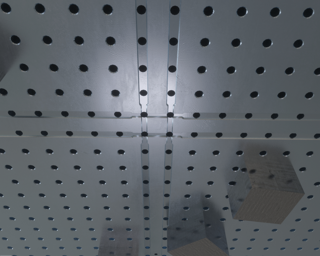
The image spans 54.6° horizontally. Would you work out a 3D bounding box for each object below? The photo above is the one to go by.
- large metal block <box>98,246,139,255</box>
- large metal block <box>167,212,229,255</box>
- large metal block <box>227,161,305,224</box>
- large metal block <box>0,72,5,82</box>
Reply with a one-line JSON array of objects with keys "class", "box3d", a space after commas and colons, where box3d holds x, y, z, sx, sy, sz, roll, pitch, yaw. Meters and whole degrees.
[{"class": "large metal block", "box3d": [-0.087, 0.290, 0.641, 0.080, 0.050, 0.080, 4, 130, -4]}, {"class": "large metal block", "box3d": [0.069, 0.210, 0.574, 0.080, 0.050, 0.080, -30, 124, 23]}, {"class": "large metal block", "box3d": [0.161, 0.102, 0.483, 0.080, 0.050, 0.079, 8, 130, -7]}, {"class": "large metal block", "box3d": [-0.230, -0.050, 0.331, 0.050, 0.080, 0.080, -31, 124, 23]}]
